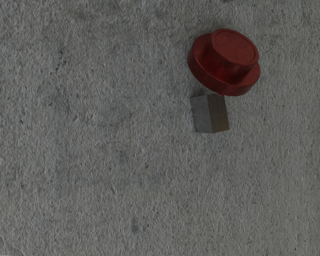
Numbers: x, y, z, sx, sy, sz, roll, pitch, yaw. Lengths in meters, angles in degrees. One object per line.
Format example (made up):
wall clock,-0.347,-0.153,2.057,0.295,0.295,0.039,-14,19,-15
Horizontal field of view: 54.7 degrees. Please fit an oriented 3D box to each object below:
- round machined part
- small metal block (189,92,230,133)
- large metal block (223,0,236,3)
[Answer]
round machined part,0.089,-0.093,0.408,0.099,0.042,0.098,11,53,-14
small metal block,0.066,-0.020,0.420,0.025,0.050,0.050,-12,94,-20
large metal block,0.125,-0.235,0.441,0.081,0.050,0.080,-22,98,-19
